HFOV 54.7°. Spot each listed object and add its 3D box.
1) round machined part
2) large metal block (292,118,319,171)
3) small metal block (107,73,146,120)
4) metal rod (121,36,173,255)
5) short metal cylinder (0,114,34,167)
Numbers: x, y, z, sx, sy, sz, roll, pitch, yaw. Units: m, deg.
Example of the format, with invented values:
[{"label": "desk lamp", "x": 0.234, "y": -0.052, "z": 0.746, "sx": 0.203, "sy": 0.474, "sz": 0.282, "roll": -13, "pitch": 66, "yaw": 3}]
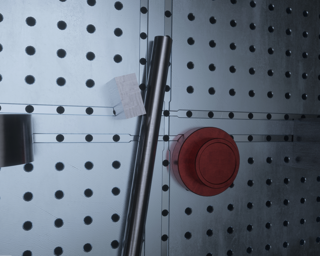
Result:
[{"label": "round machined part", "x": 0.070, "y": 0.047, "z": 0.431, "sx": 0.099, "sy": 0.042, "sz": 0.097, "roll": 0, "pitch": 90, "yaw": -20}, {"label": "large metal block", "x": 0.257, "y": 0.025, "z": 0.481, "sx": 0.050, "sy": 0.080, "sz": 0.079, "roll": 3, "pitch": 89, "yaw": -20}, {"label": "small metal block", "x": -0.043, "y": -0.038, "z": 0.384, "sx": 0.025, "sy": 0.050, "sz": 0.050, "roll": -17, "pitch": 96, "yaw": -20}, {"label": "metal rod", "x": -0.017, "y": 0.028, "z": 0.407, "sx": 0.025, "sy": 0.025, "sz": 0.298, "roll": 10, "pitch": 87, "yaw": -20}, {"label": "short metal cylinder", "x": -0.174, "y": 0.012, "z": 0.319, "sx": 0.081, "sy": 0.080, "sz": 0.050, "roll": -3, "pitch": 91, "yaw": -20}]
